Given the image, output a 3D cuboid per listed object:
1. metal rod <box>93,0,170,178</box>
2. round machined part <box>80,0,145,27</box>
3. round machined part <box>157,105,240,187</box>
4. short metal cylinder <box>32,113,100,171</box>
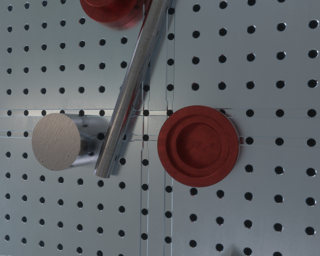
[{"bbox_3d":[-0.034,-0.073,0.424,0.025,0.025,0.298,22,97,18],"label":"metal rod"},{"bbox_3d":[-0.071,-0.195,0.429,0.098,0.042,0.097,0,90,19],"label":"round machined part"},{"bbox_3d":[0.050,0.021,0.386,0.098,0.042,0.097,0,90,19],"label":"round machined part"},{"bbox_3d":[-0.135,0.019,0.447,0.080,0.050,0.079,0,90,20],"label":"short metal cylinder"}]
